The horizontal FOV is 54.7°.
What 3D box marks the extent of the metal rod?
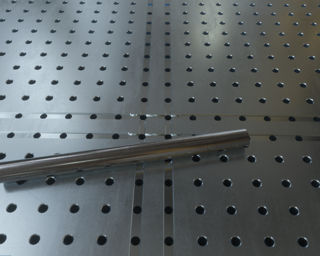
[{"bbox_3d":[-0.039,0.033,0.379,0.302,0.025,0.025,-8,51,-7],"label":"metal rod"}]
